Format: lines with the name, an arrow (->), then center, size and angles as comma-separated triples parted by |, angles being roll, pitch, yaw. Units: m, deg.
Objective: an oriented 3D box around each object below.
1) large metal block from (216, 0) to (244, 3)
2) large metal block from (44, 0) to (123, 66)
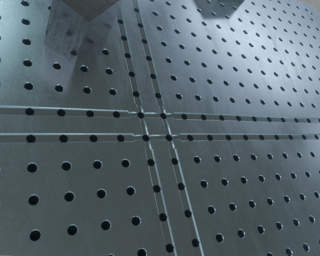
large metal block -> 0.148, -0.321, 0.671 | 0.081, 0.050, 0.080 | -12, 68, -34
large metal block -> -0.100, -0.143, 0.407 | 0.050, 0.080, 0.080 | 37, 51, -4
